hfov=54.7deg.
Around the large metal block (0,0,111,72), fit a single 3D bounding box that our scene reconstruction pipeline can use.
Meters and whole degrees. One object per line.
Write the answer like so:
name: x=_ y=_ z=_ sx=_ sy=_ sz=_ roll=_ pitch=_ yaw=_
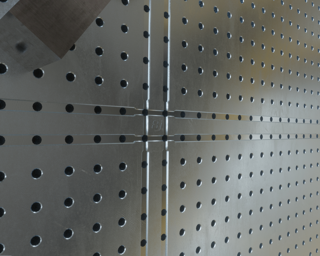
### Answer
large metal block: x=-0.104 y=-0.103 z=0.287 sx=0.050 sy=0.080 sz=0.080 roll=45 pitch=63 yaw=-31
